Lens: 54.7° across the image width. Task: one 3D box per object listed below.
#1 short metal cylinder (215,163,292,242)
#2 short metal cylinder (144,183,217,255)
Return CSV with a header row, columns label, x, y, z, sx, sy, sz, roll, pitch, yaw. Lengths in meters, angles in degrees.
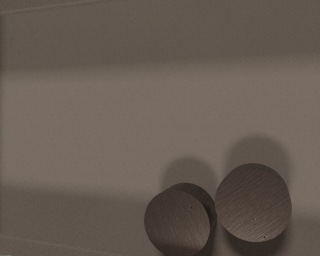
label,x,y,z,sx,sy,sz,roll,pitch,yaw
short metal cylinder,0.108,0.083,0.359,0.080,0.050,0.079,0,90,19
short metal cylinder,0.027,0.112,0.387,0.080,0.050,0.079,0,90,19
